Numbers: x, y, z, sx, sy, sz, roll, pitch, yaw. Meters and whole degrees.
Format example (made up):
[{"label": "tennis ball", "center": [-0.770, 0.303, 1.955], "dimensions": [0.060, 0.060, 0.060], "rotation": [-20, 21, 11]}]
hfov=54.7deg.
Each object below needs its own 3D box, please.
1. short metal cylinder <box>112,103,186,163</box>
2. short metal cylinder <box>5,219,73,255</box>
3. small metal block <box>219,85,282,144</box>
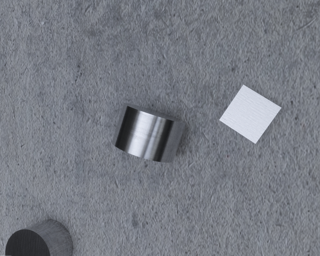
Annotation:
[{"label": "short metal cylinder", "center": [-0.014, 0.005, 0.385], "dimensions": [0.080, 0.080, 0.050], "rotation": [20, 97, 19]}, {"label": "short metal cylinder", "center": [-0.178, 0.182, 0.458], "dimensions": [0.080, 0.050, 0.080], "rotation": [0, 90, 20]}, {"label": "small metal block", "center": [0.108, -0.016, 0.371], "dimensions": [0.050, 0.025, 0.050], "rotation": [36, 101, 16]}]
